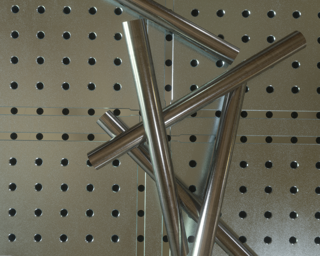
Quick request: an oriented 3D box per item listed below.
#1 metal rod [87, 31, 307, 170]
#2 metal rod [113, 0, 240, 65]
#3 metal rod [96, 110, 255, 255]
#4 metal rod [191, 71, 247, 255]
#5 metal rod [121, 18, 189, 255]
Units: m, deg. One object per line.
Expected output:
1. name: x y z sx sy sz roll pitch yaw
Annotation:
1. metal rod: 0.046 -0.035 0.387 0.301 0.025 0.025 -31 90 -1
2. metal rod: -0.031 -0.168 0.412 0.301 0.025 0.025 29 90 -1
3. metal rod: 0.030 0.091 0.413 0.025 0.025 0.300 -45 91 0
4. metal rod: 0.072 0.069 0.395 0.025 0.025 0.299 14 82 -1
5. metal rod: -0.001 0.027 0.369 0.025 0.025 0.298 -11 108 0
